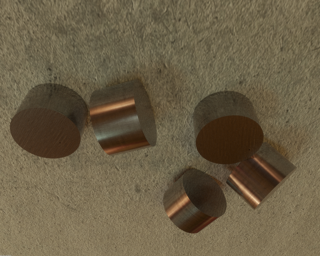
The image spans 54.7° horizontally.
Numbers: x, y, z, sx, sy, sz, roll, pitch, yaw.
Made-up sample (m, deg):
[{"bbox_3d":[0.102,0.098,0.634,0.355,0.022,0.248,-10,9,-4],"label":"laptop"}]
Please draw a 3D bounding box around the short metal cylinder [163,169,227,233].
[{"bbox_3d":[0.052,0.109,0.464,0.080,0.080,0.050,27,125,-21],"label":"short metal cylinder"}]

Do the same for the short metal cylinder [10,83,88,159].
[{"bbox_3d":[-0.134,-0.008,0.383,0.081,0.050,0.079,0,130,0],"label":"short metal cylinder"}]

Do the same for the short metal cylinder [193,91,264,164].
[{"bbox_3d":[0.084,0.000,0.391,0.080,0.050,0.079,0,130,0],"label":"short metal cylinder"}]

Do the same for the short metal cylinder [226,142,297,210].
[{"bbox_3d":[0.137,0.065,0.420,0.080,0.050,0.080,-35,154,-20],"label":"short metal cylinder"}]

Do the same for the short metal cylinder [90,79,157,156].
[{"bbox_3d":[-0.040,-0.012,0.360,0.050,0.080,0.080,-14,129,11],"label":"short metal cylinder"}]
